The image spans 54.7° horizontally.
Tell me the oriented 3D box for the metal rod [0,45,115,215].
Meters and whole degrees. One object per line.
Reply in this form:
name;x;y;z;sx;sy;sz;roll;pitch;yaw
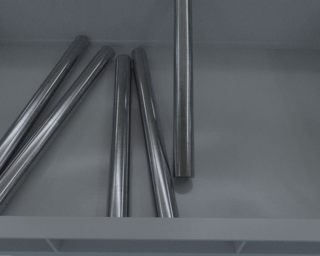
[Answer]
metal rod;-0.134;-0.017;0.417;0.025;0.025;0.301;15;51;12

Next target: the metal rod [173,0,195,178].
metal rod;0.030;-0.086;0.400;0.025;0.025;0.299;1;74;0

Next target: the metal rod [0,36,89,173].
metal rod;-0.168;-0.035;0.431;0.025;0.025;0.300;11;51;9

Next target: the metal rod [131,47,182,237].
metal rod;-0.012;-0.008;0.411;0.025;0.025;0.300;-6;50;-6

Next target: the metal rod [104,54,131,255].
metal rod;-0.050;0.007;0.398;0.025;0.025;0.300;-2;50;-2
